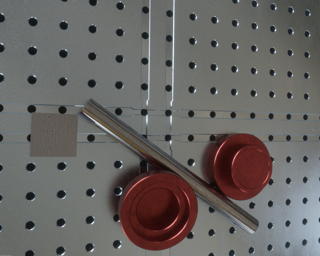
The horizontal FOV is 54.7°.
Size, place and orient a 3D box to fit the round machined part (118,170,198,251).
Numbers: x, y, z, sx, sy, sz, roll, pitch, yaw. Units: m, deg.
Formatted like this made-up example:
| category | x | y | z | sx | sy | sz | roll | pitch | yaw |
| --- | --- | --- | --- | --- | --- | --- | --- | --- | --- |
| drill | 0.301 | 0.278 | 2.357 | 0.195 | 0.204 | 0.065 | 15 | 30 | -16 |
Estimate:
| category | x | y | z | sx | sy | sz | roll | pitch | yaw |
| --- | --- | --- | --- | --- | --- | --- | --- | --- | --- |
| round machined part | -0.005 | 0.101 | 0.398 | 0.099 | 0.042 | 0.097 | -2 | 96 | -15 |

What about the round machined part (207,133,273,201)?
| category | x | y | z | sx | sy | sz | roll | pitch | yaw |
| --- | --- | --- | --- | --- | --- | --- | --- | --- | --- |
| round machined part | 0.122 | 0.057 | 0.449 | 0.099 | 0.042 | 0.097 | 0 | 90 | -20 |

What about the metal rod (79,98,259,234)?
| category | x | y | z | sx | sy | sz | roll | pitch | yaw |
| --- | --- | --- | --- | --- | --- | --- | --- | --- | --- |
| metal rod | 0.023 | 0.060 | 0.421 | 0.301 | 0.025 | 0.025 | 37 | 78 | -16 |

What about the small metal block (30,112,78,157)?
| category | x | y | z | sx | sy | sz | roll | pitch | yaw |
| --- | --- | --- | --- | --- | --- | --- | --- | --- | --- |
| small metal block | -0.125 | 0.008 | 0.366 | 0.050 | 0.025 | 0.050 | 2 | 89 | -20 |
